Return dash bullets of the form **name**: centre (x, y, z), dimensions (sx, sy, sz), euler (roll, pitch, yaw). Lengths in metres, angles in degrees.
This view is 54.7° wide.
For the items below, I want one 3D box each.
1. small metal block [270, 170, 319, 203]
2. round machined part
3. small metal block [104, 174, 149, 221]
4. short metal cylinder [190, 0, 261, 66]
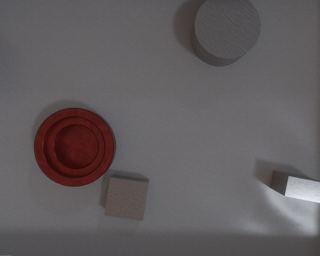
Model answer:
- **small metal block**: centre (0.179, 0.075, 0.401), dimensions (0.050, 0.050, 0.025), euler (11, 90, -1)
- **round machined part**: centre (-0.106, 0.024, 0.402), dimensions (0.099, 0.042, 0.097), euler (0, 90, -1)
- **small metal block**: centre (-0.043, 0.092, 0.411), dimensions (0.050, 0.025, 0.050), euler (9, 90, -1)
- **short metal cylinder**: centre (0.082, -0.124, 0.400), dimensions (0.081, 0.050, 0.079), euler (0, 90, -1)
